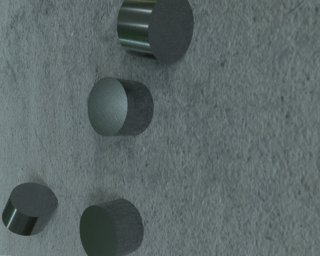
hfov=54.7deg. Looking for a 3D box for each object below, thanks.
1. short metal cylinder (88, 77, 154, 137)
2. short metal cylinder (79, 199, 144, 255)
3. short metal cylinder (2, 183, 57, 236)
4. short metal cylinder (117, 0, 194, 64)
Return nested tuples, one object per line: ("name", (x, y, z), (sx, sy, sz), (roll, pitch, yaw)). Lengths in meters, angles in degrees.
("short metal cylinder", (-0.056, -0.028, 0.432), (0.080, 0.050, 0.079), (0, 90, 39))
("short metal cylinder", (-0.070, 0.146, 0.444), (0.080, 0.050, 0.079), (0, 90, 39))
("short metal cylinder", (-0.234, 0.145, 0.559), (0.080, 0.081, 0.050), (46, 118, 29))
("short metal cylinder", (-0.004, -0.121, 0.371), (0.050, 0.081, 0.079), (21, 103, 38))
